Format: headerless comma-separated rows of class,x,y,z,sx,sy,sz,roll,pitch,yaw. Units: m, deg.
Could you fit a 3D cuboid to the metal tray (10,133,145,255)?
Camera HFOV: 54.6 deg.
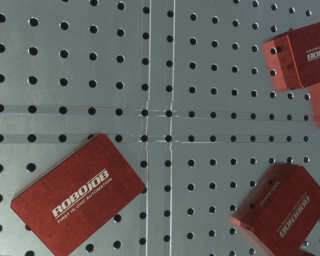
metal tray,-0.095,0.078,0.375,0.130,0.030,0.090,-39,103,-16

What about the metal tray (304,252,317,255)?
metal tray,0.245,0.282,0.499,0.091,0.030,0.130,-29,100,-18

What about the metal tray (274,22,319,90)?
metal tray,0.256,-0.123,0.503,0.131,0.030,0.090,-20,97,-19

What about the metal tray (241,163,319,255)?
metal tray,0.198,0.131,0.482,0.090,0.030,0.130,46,76,-14
